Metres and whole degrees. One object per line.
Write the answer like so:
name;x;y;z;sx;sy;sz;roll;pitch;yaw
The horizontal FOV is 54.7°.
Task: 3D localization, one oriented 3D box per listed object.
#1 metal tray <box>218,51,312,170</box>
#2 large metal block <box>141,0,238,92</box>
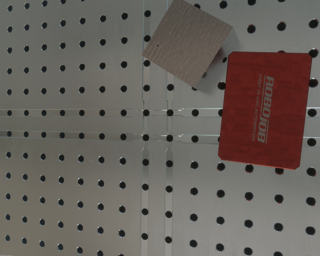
metal tray;0.122;-0.022;0.367;0.090;0.030;0.129;6;92;19
large metal block;0.038;-0.101;0.386;0.080;0.050;0.080;35;101;16
